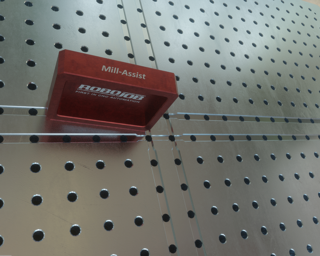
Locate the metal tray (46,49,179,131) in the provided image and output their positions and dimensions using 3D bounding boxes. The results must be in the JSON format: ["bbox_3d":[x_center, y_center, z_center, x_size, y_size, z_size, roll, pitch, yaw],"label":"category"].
[{"bbox_3d":[-0.056,-0.037,0.358,0.131,0.090,0.030,8,59,-24],"label":"metal tray"}]
